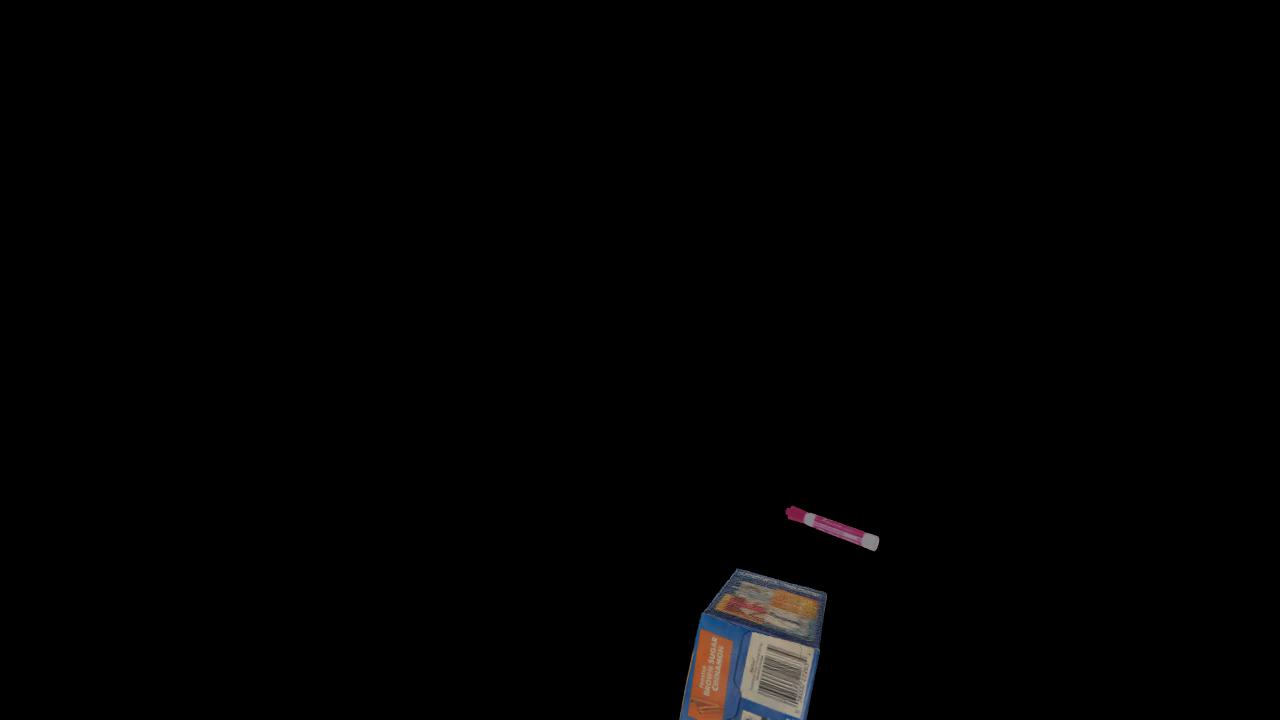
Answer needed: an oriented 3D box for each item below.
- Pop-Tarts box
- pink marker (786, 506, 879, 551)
[{"bbox_3d":[0.082,0.263,0.463,0.083,0.167,0.141,12,-1,20],"label":"Pop-Tarts box"},{"bbox_3d":[0.242,0.213,0.785,0.121,0.020,0.020,13,8,40],"label":"pink marker"}]
